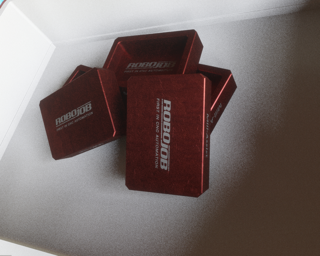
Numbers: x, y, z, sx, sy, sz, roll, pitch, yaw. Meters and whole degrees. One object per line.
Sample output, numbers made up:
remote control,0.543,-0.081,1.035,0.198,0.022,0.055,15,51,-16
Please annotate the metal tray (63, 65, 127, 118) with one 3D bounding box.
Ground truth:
metal tray,-0.102,-0.043,0.476,0.130,0.030,0.090,21,73,35

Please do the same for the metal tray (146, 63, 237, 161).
metal tray,0.029,-0.023,0.398,0.090,0.030,0.130,21,73,35

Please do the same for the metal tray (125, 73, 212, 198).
metal tray,0.009,0.007,0.349,0.090,0.030,0.129,2,91,22

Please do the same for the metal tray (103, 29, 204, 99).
metal tray,-0.015,-0.084,0.420,0.130,0.030,0.090,4,63,29

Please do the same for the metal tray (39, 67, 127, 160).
metal tray,-0.106,-0.016,0.420,0.130,0.030,0.090,-21,82,34
